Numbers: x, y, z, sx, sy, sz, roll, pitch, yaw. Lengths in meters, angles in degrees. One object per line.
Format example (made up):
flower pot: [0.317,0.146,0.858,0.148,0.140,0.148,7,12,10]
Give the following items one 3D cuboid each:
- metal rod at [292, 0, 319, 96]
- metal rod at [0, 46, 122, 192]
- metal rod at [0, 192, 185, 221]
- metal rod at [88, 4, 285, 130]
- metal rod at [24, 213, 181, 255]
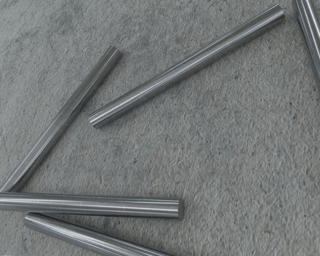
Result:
metal rod: [0.184,-0.040,0.331,0.025,0.025,0.299,-12,57,21]
metal rod: [-0.156,-0.009,0.488,0.025,0.025,0.300,25,75,36]
metal rod: [-0.118,0.095,0.388,0.301,0.025,0.025,-3,60,20]
metal rod: [0.031,-0.082,0.436,0.301,0.025,0.025,-29,52,9]
metal rod: [-0.042,0.134,0.341,0.300,0.025,0.025,5,64,30]
